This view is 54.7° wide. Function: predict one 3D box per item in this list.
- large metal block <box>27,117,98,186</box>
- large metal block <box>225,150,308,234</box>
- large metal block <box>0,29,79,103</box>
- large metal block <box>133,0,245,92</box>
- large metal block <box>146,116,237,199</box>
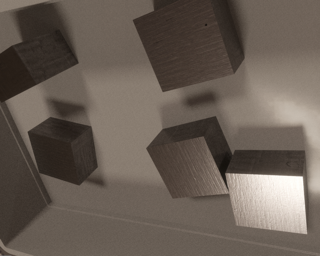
[{"bbox_3d":[-0.152,0.036,0.492,0.080,0.050,0.079,12,124,21],"label":"large metal block"},{"bbox_3d":[0.130,0.073,0.369,0.080,0.050,0.080,-2,118,28],"label":"large metal block"},{"bbox_3d":[-0.172,-0.082,0.410,0.080,0.080,0.050,-16,110,34],"label":"large metal block"},{"bbox_3d":[0.032,-0.091,0.319,0.080,0.050,0.080,-11,113,32],"label":"large metal block"},{"bbox_3d":[0.043,0.039,0.393,0.080,0.050,0.080,-14,111,33],"label":"large metal block"}]
